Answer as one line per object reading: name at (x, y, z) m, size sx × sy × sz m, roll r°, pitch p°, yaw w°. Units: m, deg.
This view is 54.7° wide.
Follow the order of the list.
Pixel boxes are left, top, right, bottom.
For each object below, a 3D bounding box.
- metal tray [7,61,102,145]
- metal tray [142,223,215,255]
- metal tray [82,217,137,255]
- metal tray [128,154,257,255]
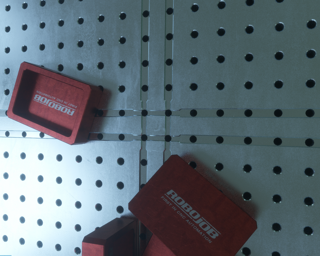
metal tray at (-0.160, -0.038, 0.464) m, size 0.130 × 0.030 × 0.089 m, roll 21°, pitch 97°, yaw 18°
metal tray at (0.036, 0.195, 0.397) m, size 0.130 × 0.030 × 0.090 m, roll 28°, pitch 99°, yaw 17°
metal tray at (-0.063, 0.192, 0.399) m, size 0.030 × 0.090 × 0.129 m, roll 1°, pitch 90°, yaw 20°
metal tray at (0.038, 0.106, 0.377) m, size 0.130 × 0.030 × 0.090 m, roll 40°, pitch 83°, yaw 19°
